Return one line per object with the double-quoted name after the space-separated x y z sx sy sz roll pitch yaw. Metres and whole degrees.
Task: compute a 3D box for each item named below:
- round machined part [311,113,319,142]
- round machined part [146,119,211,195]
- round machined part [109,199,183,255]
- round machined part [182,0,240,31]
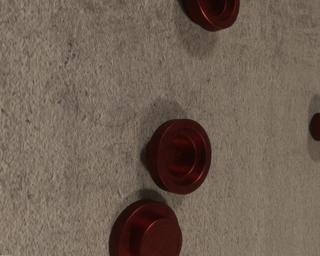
0.390 -0.002 0.725 0.099 0.042 0.097 0 90 -40 "round machined part"
0.021 0.037 0.413 0.099 0.042 0.097 0 90 -40 "round machined part"
-0.010 0.142 0.387 0.099 0.042 0.097 0 90 -40 "round machined part"
0.071 -0.191 0.455 0.099 0.042 0.097 0 90 -40 "round machined part"
